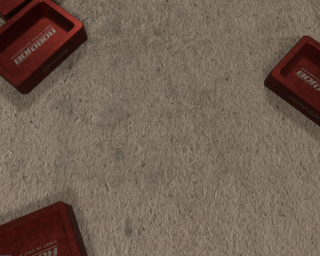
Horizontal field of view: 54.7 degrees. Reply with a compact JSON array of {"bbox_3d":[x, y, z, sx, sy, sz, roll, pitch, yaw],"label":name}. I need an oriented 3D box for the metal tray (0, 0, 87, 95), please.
[{"bbox_3d":[-0.183,-0.122,0.447,0.090,0.030,0.130,38,74,12],"label":"metal tray"}]

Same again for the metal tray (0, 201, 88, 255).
[{"bbox_3d":[-0.154,0.150,0.348,0.131,0.030,0.090,-21,72,-8],"label":"metal tray"}]

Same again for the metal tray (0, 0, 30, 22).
[{"bbox_3d":[-0.214,-0.230,0.487,0.090,0.030,0.130,41,75,13],"label":"metal tray"}]

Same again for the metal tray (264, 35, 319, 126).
[{"bbox_3d":[0.225,-0.058,0.429,0.130,0.030,0.090,41,75,13],"label":"metal tray"}]
